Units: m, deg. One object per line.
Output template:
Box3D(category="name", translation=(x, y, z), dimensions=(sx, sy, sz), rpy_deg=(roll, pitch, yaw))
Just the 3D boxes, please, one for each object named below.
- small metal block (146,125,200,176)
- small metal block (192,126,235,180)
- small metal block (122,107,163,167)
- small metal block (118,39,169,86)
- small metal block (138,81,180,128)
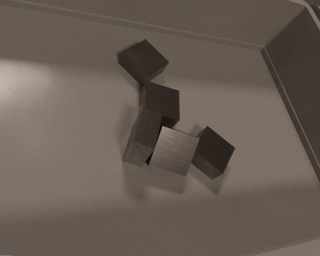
Box3D(category="small metal block", translation=(0.014, 0.027, 0.382), dimensions=(0.050, 0.025, 0.050), rpy_deg=(18, 93, -19))
Box3D(category="small metal block", translation=(0.068, 0.034, 0.424), dimensions=(0.050, 0.025, 0.050), rpy_deg=(39, 51, -3))
Box3D(category="small metal block", translation=(-0.021, 0.011, 0.371), dimensions=(0.025, 0.050, 0.050), rpy_deg=(21, 54, -10))
Box3D(category="small metal block", translation=(-0.023, -0.096, 0.453), dimensions=(0.050, 0.025, 0.050), rpy_deg=(45, 51, 2))
Box3D(category="small metal block", translation=(-0.001, -0.032, 0.426), dimensions=(0.050, 0.025, 0.050), rpy_deg=(14, 56, -21))
